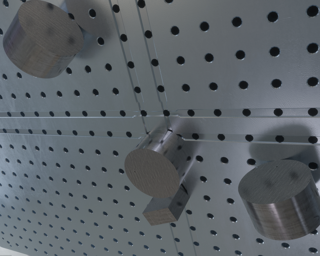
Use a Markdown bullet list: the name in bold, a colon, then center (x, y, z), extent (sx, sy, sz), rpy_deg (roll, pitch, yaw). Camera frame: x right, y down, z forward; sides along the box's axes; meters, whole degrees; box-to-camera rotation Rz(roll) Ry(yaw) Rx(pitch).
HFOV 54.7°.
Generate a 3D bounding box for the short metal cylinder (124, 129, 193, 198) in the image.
- **short metal cylinder**: center (-0.001, 0.049, 0.426), extent (0.080, 0.050, 0.079), rpy_deg (13, 124, 21)

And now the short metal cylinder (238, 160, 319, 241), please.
- **short metal cylinder**: center (0.137, 0.079, 0.353), extent (0.080, 0.080, 0.050), rpy_deg (-15, 111, 34)

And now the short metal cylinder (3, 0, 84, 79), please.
- **short metal cylinder**: center (-0.143, -0.109, 0.384), extent (0.050, 0.080, 0.080), rpy_deg (-34, 99, 38)

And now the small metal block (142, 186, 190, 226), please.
- **small metal block**: center (0.010, 0.115, 0.462), extent (0.050, 0.050, 0.025), rpy_deg (-23, 106, 36)
